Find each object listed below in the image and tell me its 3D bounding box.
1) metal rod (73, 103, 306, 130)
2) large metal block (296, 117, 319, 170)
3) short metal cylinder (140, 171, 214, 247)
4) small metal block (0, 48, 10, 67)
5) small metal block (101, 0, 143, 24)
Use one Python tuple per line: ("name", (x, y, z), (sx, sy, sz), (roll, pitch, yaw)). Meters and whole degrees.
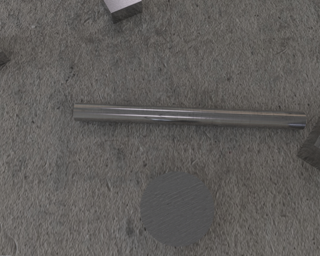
("metal rod", (0.038, -0.016, 0.414), (0.302, 0.025, 0.025), (2, 70, 0))
("large metal block", (0.236, 0.020, 0.389), (0.080, 0.050, 0.080), (34, 74, 11))
("short metal cylinder", (0.019, 0.095, 0.360), (0.081, 0.050, 0.080), (0, 70, 0))
("small metal block", (-0.256, -0.107, 0.445), (0.050, 0.025, 0.050), (-38, 74, -13))
("small metal block", (-0.061, -0.197, 0.480), (0.050, 0.025, 0.050), (-26, 72, -9))
